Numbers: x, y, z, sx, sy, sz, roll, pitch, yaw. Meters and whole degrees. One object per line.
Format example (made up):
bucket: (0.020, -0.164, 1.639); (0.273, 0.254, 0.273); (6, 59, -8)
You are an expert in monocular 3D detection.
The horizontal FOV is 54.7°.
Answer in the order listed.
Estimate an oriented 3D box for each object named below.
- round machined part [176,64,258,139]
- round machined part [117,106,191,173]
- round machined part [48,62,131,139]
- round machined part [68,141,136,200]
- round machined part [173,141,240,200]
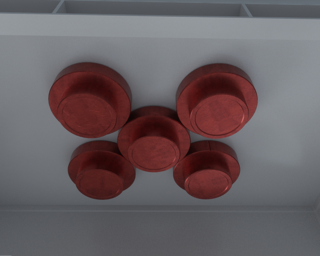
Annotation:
round machined part: (0.069, -0.025, 0.376); (0.099, 0.042, 0.097); (-1, 130, 0)
round machined part: (-0.008, 0.022, 0.414); (0.099, 0.042, 0.097); (-1, 130, 0)
round machined part: (-0.084, -0.026, 0.373); (0.099, 0.042, 0.097); (-1, 130, 0)
round machined part: (-0.085, 0.068, 0.453); (0.099, 0.042, 0.097); (-1, 130, 0)
round machined part: (0.069, 0.068, 0.455); (0.099, 0.042, 0.097); (-1, 130, 0)
